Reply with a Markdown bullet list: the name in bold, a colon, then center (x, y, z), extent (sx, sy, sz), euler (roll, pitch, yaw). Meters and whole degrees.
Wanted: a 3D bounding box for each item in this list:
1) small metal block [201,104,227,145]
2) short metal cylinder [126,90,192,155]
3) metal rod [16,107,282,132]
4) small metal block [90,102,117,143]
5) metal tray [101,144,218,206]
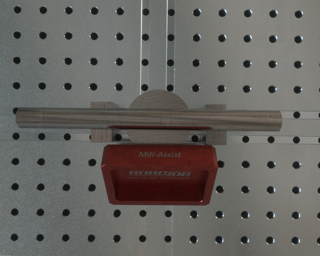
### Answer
- **small metal block**: center (0.068, -0.004, 0.401), extent (0.025, 0.050, 0.050), euler (-1, 90, 0)
- **short metal cylinder**: center (-0.002, -0.007, 0.400), extent (0.081, 0.050, 0.080), euler (0, 90, 0)
- **metal rod**: center (-0.012, -0.010, 0.363), extent (0.302, 0.025, 0.025), euler (1, 90, 0)
- **small metal block**: center (-0.071, -0.007, 0.400), extent (0.025, 0.050, 0.050), euler (-1, 90, 0)
- **metal tray**: center (-0.001, 0.060, 0.383), extent (0.131, 0.089, 0.030), euler (0, 47, 0)
